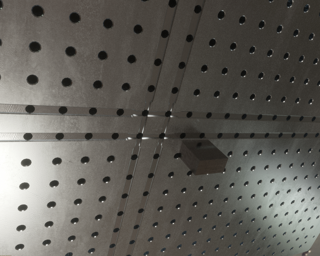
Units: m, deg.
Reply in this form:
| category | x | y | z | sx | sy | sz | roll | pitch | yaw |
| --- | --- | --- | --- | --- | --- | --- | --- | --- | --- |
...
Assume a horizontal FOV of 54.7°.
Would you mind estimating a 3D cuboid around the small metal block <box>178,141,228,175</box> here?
| category | x | y | z | sx | sy | sz | roll | pitch | yaw |
| --- | --- | --- | --- | --- | --- | --- | --- | --- | --- |
| small metal block | 0.063 | 0.043 | 0.458 | 0.050 | 0.050 | 0.025 | -1 | 119 | -28 |
